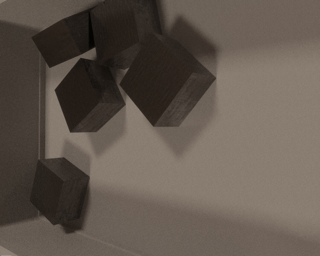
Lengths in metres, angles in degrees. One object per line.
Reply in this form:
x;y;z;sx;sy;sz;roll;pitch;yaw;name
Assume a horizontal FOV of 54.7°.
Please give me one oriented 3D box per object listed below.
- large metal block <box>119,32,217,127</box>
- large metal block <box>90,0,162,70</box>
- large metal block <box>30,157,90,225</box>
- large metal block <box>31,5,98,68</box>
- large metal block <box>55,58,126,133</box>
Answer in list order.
0.007;-0.058;0.383;0.080;0.050;0.080;51;119;27;large metal block
-0.046;-0.135;0.426;0.080;0.050;0.080;-17;80;38;large metal block
-0.173;0.105;0.530;0.080;0.050;0.079;26;106;36;large metal block
-0.127;-0.137;0.464;0.080;0.080;0.050;-8;116;39;large metal block
-0.110;-0.048;0.478;0.080;0.050;0.080;-39;67;33;large metal block
